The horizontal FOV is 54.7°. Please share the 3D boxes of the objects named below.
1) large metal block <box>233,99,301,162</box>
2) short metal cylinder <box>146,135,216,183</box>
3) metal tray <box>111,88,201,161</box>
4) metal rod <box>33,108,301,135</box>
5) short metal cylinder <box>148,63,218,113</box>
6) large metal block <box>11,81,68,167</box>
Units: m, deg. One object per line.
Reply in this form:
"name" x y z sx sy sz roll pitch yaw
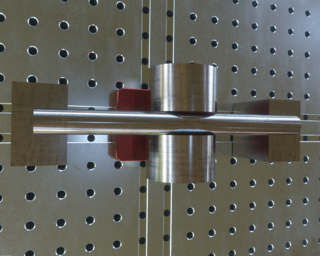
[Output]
"large metal block" 0.147 0.003 0.436 0.050 0.080 0.080 1 90 -20
"short metal cylinder" 0.024 0.032 0.360 0.081 0.080 0.050 1 90 -20
"metal tray" 0.004 -0.003 0.411 0.131 0.030 0.089 1 90 -20
"metal rod" 0.026 -0.005 0.336 0.302 0.025 0.025 1 90 -20
"short metal cylinder" 0.026 -0.043 0.361 0.081 0.080 0.050 1 90 -20
"large metal block" -0.129 -0.004 0.335 0.050 0.080 0.080 1 90 -20
